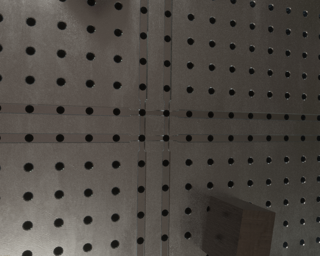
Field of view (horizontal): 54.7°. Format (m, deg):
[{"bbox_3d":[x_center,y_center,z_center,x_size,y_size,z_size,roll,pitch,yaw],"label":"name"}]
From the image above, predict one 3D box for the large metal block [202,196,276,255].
[{"bbox_3d":[0.105,0.143,0.424,0.050,0.080,0.080,11,86,-20],"label":"large metal block"}]
